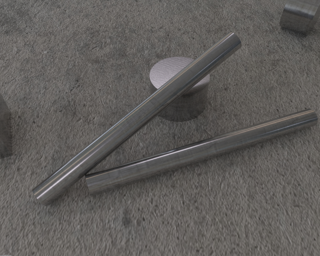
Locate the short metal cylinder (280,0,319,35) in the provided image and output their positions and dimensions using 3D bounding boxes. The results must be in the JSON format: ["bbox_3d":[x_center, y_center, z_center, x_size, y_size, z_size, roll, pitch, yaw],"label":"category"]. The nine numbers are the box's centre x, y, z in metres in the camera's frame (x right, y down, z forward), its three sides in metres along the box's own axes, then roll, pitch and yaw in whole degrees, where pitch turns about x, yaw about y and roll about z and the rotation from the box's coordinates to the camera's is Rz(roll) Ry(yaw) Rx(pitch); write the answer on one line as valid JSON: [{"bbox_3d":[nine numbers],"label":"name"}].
[{"bbox_3d":[0.255,-0.211,0.547,0.050,0.080,0.080,29,56,22],"label":"short metal cylinder"}]

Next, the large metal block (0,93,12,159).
[{"bbox_3d":[-0.236,0.000,0.385,0.081,0.050,0.080,-14,52,-12],"label":"large metal block"}]

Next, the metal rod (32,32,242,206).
[{"bbox_3d":[-0.018,-0.018,0.369,0.301,0.025,0.025,-40,60,-11],"label":"metal rod"}]

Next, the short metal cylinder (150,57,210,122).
[{"bbox_3d":[0.026,-0.055,0.433,0.081,0.050,0.080,0,50,0],"label":"short metal cylinder"}]

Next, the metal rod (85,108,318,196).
[{"bbox_3d":[0.061,0.025,0.382,0.302,0.025,0.025,-16,52,-13],"label":"metal rod"}]
